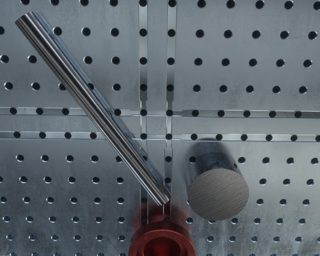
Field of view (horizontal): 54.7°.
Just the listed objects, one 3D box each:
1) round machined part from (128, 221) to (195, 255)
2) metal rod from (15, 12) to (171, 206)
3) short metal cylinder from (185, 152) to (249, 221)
[{"bbox_3d":[0.003,0.181,0.471,0.099,0.042,0.097,0,110,0],"label":"round machined part"},{"bbox_3d":[-0.077,-0.013,0.407,0.025,0.025,0.299,-32,107,11],"label":"metal rod"},{"bbox_3d":[0.077,0.080,0.430,0.081,0.050,0.079,0,110,0],"label":"short metal cylinder"}]
